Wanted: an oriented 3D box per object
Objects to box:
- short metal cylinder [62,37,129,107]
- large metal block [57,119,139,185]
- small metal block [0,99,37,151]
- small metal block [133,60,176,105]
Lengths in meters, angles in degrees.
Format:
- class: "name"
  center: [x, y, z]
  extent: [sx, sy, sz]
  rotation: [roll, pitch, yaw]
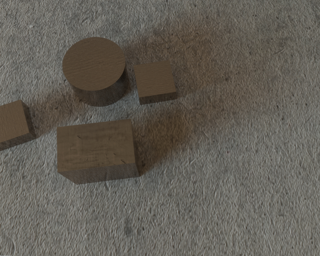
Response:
- class: "short metal cylinder"
  center: [-0.085, -0.075, 0.421]
  extent: [0.081, 0.050, 0.080]
  rotation: [0, 70, 0]
- class: "large metal block"
  center: [-0.069, 0.031, 0.367]
  extent: [0.081, 0.080, 0.050]
  rotation: [-7, 70, -3]
- class: "small metal block"
  center: [-0.197, -0.003, 0.407]
  extent: [0.050, 0.025, 0.050]
  rotation: [-20, 71, -8]
- class: "small metal block"
  center: [-0.007, -0.063, 0.431]
  extent: [0.050, 0.025, 0.050]
  rotation: [-9, 70, -4]
